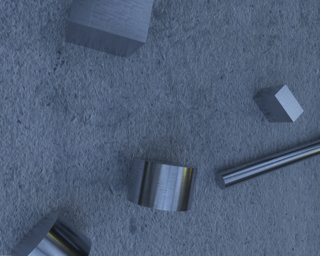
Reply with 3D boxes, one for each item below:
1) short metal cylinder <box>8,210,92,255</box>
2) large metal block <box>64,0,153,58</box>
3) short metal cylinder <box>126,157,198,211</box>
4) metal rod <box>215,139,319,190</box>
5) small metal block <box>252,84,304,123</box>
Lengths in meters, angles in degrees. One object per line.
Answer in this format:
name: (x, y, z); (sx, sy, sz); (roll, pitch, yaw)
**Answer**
short metal cylinder: (-0.122, 0.138, 0.335); (0.080, 0.080, 0.050); (-45, 105, -15)
large metal block: (-0.062, -0.123, 0.357); (0.081, 0.080, 0.050); (11, 87, -20)
short metal cylinder: (0.003, 0.067, 0.382); (0.081, 0.080, 0.050); (10, 87, -20)
metal rod: (0.224, 0.041, 0.493); (0.302, 0.025, 0.025); (-14, 95, -20)
small metal block: (0.175, -0.035, 0.462); (0.025, 0.050, 0.050); (-44, 104, -15)
